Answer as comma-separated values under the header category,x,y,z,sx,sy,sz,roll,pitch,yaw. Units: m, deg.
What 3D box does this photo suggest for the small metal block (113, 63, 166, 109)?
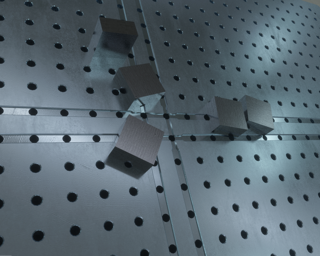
category,x,y,z,sx,sy,sz,roll,pitch,yaw
small metal block,-0.028,-0.059,0.428,0.050,0.025,0.050,-17,71,-35

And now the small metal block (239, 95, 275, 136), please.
category,x,y,z,sx,sy,sz,roll,pitch,yaw
small metal block,0.154,-0.020,0.502,0.050,0.025,0.050,16,55,-19

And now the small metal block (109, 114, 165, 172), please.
category,x,y,z,sx,sy,sz,roll,pitch,yaw
small metal block,-0.028,0.019,0.381,0.050,0.025,0.050,27,52,-11

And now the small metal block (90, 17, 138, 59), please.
category,x,y,z,sx,sy,sz,roll,pitch,yaw
small metal block,-0.065,-0.124,0.432,0.050,0.050,0.025,-2,63,-29

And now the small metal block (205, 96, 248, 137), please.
category,x,y,z,sx,sy,sz,roll,pitch,yaw
small metal block,0.101,-0.017,0.472,0.050,0.025,0.050,9,58,-23
